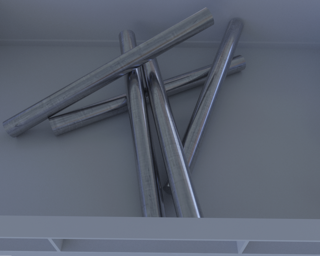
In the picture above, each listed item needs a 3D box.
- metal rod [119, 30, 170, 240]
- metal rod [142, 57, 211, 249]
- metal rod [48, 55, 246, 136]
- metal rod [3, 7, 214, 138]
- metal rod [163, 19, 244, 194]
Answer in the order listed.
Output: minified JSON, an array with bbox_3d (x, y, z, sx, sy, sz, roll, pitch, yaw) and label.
[{"bbox_3d":[-0.026,-0.015,0.392,0.025,0.025,0.299,-7,58,-6],"label":"metal rod"},{"bbox_3d":[0.006,-0.008,0.376,0.025,0.025,0.300,-8,50,-7],"label":"metal rod"},{"bbox_3d":[-0.006,-0.052,0.448,0.302,0.025,0.025,-21,53,-17],"label":"metal rod"},{"bbox_3d":[-0.066,-0.073,0.406,0.301,0.025,0.025,-30,54,-1],"label":"metal rod"},{"bbox_3d":[0.068,-0.047,0.422,0.025,0.025,0.300,17,59,13],"label":"metal rod"}]
